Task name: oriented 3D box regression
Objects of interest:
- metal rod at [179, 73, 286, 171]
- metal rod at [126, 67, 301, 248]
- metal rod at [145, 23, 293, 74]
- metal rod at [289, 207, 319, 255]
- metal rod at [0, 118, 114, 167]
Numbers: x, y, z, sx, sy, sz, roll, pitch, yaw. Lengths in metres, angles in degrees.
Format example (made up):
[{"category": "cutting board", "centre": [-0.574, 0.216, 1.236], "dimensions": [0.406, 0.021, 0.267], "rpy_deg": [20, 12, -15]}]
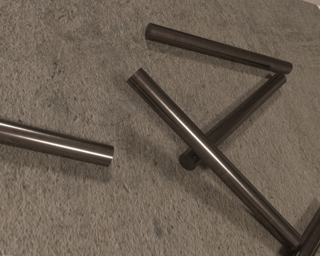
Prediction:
[{"category": "metal rod", "centre": [0.130, -0.024, 0.491], "dimensions": [0.025, 0.025, 0.302], "rpy_deg": [50, 51, 6]}, {"category": "metal rod", "centre": [0.072, 0.043, 0.389], "dimensions": [0.300, 0.025, 0.025], "rpy_deg": [46, 50, -8]}, {"category": "metal rod", "centre": [0.118, -0.136, 0.552], "dimensions": [0.302, 0.025, 0.025], "rpy_deg": [7, 59, -25]}, {"category": "metal rod", "centre": [0.155, 0.185, 0.376], "dimensions": [0.302, 0.025, 0.025], "rpy_deg": [-31, 79, -38]}, {"category": "metal rod", "centre": [-0.193, -0.006, 0.303], "dimensions": [0.302, 0.025, 0.025], "rpy_deg": [16, 55, -20]}]
